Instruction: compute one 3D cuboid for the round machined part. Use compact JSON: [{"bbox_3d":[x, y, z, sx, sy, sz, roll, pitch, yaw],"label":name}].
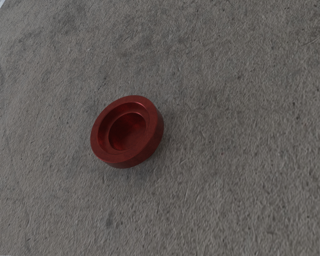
[{"bbox_3d":[-0.039,0.008,0.409,0.098,0.042,0.098,-13,56,21],"label":"round machined part"}]
